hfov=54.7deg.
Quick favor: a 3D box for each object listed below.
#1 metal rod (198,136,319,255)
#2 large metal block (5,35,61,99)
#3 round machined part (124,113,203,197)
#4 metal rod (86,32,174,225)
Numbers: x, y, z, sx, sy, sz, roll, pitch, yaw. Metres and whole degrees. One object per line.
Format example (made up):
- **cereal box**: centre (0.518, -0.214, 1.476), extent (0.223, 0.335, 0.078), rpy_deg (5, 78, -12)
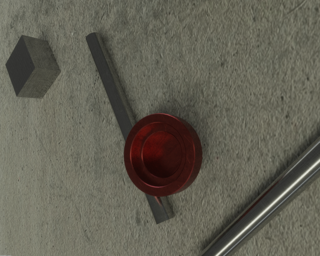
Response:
- **metal rod**: centre (0.127, 0.053, 0.299), extent (0.025, 0.025, 0.298), rpy_deg (50, 119, 28)
- **large metal block**: centre (-0.240, -0.113, 0.583), extent (0.080, 0.050, 0.080), rpy_deg (-42, 65, 31)
- **round machined part**: centre (0.007, 0.032, 0.380), extent (0.098, 0.042, 0.097), rpy_deg (-3, 84, 31)
- **metal rod**: centre (-0.049, -0.012, 0.443), extent (0.025, 0.025, 0.299), rpy_deg (-36, 68, 34)
